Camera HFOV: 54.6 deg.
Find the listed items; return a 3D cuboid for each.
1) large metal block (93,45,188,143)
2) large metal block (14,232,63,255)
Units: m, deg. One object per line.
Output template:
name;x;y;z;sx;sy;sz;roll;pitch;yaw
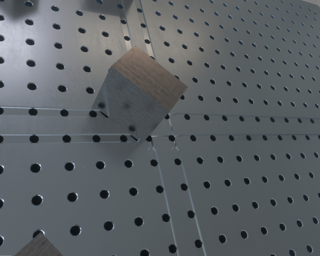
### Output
large metal block;-0.026;-0.039;0.382;0.080;0.080;0.050;38;51;-2
large metal block;-0.104;0.146;0.247;0.080;0.050;0.080;45;51;3
